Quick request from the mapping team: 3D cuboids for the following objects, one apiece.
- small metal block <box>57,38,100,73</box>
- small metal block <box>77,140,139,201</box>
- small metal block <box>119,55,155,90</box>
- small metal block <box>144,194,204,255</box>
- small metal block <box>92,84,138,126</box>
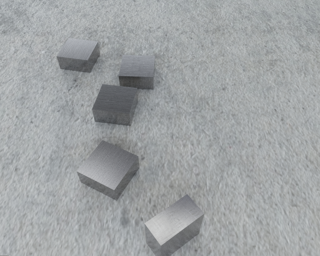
[{"bbox_3d":[-0.130,-0.118,0.501,0.050,0.025,0.050,9,50,7],"label":"small metal block"},{"bbox_3d":[-0.059,0.048,0.362,0.050,0.025,0.050,23,53,17],"label":"small metal block"},{"bbox_3d":[-0.034,-0.086,0.475,0.050,0.025,0.050,2,50,1],"label":"small metal block"},{"bbox_3d":[0.014,0.099,0.304,0.050,0.050,0.025,-29,56,-23],"label":"small metal block"},{"bbox_3d":[-0.061,-0.032,0.430,0.050,0.025,0.050,7,50,5],"label":"small metal block"}]
